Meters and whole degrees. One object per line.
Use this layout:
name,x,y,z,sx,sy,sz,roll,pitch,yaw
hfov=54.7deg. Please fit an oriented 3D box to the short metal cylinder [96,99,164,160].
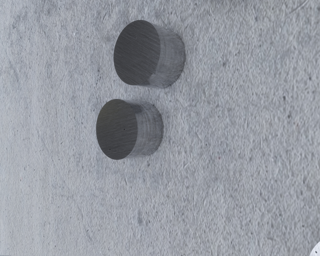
short metal cylinder,-0.042,0.002,0.423,0.080,0.050,0.080,0,90,40

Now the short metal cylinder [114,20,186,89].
short metal cylinder,-0.014,-0.093,0.400,0.080,0.050,0.080,0,90,40

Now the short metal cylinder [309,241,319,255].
short metal cylinder,0.168,0.117,0.250,0.080,0.050,0.080,0,90,40
